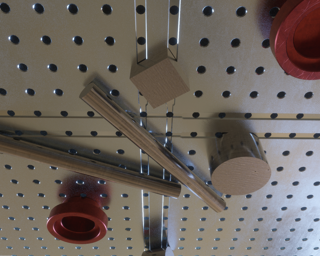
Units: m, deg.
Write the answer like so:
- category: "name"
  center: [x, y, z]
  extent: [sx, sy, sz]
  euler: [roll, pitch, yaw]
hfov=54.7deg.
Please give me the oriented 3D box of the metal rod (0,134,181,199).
- category: "metal rod"
  center: [-0.110, 0.057, 0.458]
  extent: [0.302, 0.025, 0.025]
  euler: [18, 128, -15]

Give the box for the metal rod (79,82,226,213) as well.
- category: "metal rod"
  center: [0.006, 0.043, 0.448]
  extent: [0.025, 0.025, 0.300]
  euler: [-32, 124, 24]

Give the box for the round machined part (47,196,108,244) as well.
- category: "round machined part"
  center: [-0.138, 0.155, 0.531]
  extent: [0.099, 0.042, 0.097]
  euler: [0, 130, 0]

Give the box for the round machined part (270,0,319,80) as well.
- category: "round machined part"
  center: [0.162, -0.101, 0.316]
  extent: [0.099, 0.042, 0.097]
  euler: [0, 130, 0]

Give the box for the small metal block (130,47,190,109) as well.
- category: "small metal block"
  center: [0.000, -0.057, 0.363]
  extent: [0.050, 0.025, 0.050]
  euler: [-26, 126, 20]

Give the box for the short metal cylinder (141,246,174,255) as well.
- category: "short metal cylinder"
  center: [0.000, 0.282, 0.616]
  extent: [0.050, 0.080, 0.080]
  euler: [-15, 129, 12]

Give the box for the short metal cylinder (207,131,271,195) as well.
- category: "short metal cylinder"
  center: [0.110, 0.051, 0.439]
  extent: [0.081, 0.050, 0.079]
  euler: [0, 130, 0]
